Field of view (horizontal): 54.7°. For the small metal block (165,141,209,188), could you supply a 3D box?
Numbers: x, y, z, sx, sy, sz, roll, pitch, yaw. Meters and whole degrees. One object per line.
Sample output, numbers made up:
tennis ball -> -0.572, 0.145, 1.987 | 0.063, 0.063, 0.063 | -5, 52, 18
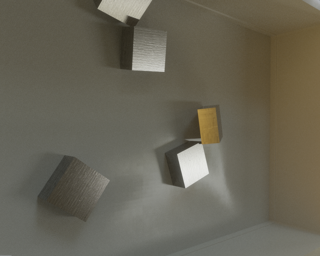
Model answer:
small metal block -> 0.039, 0.050, 0.439 | 0.050, 0.025, 0.050 | -23, 105, -38

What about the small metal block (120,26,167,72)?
small metal block -> -0.020, -0.096, 0.384 | 0.050, 0.025, 0.050 | -6, 105, -40

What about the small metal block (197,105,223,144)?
small metal block -> 0.075, -0.006, 0.454 | 0.050, 0.025, 0.050 | -29, 112, -71

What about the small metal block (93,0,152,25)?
small metal block -> -0.040, -0.152, 0.355 | 0.050, 0.025, 0.050 | 17, 123, -39

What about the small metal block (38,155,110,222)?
small metal block -> -0.091, 0.064, 0.331 | 0.050, 0.025, 0.050 | 43, 64, -32
